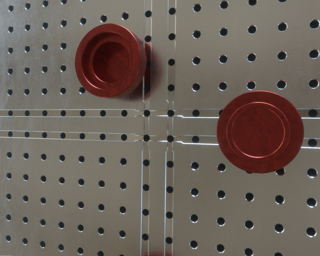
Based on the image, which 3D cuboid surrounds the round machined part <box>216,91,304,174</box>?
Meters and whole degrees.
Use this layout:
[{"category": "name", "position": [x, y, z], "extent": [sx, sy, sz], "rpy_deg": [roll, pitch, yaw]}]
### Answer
[{"category": "round machined part", "position": [0.115, 0.005, 0.363], "extent": [0.098, 0.042, 0.097], "rpy_deg": [0, 90, 20]}]

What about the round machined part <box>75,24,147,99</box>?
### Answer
[{"category": "round machined part", "position": [-0.063, -0.089, 0.427], "extent": [0.098, 0.042, 0.097], "rpy_deg": [0, 90, 20]}]
